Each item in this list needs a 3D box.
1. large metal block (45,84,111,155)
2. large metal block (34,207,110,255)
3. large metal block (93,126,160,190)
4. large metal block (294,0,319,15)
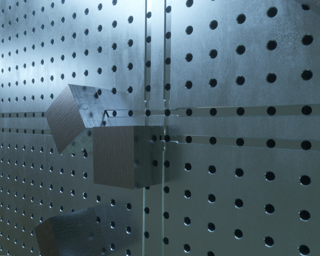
[{"bbox_3d":[-0.134,-0.013,0.501,0.080,0.050,0.080,-39,66,32],"label":"large metal block"},{"bbox_3d":[-0.137,0.178,0.484,0.050,0.081,0.080,-36,68,34],"label":"large metal block"},{"bbox_3d":[-0.047,0.037,0.430,0.080,0.050,0.079,-1,89,39],"label":"large metal block"},{"bbox_3d":[0.149,-0.149,0.269,0.080,0.050,0.080,48,118,29],"label":"large metal block"}]
